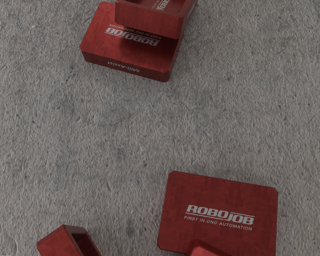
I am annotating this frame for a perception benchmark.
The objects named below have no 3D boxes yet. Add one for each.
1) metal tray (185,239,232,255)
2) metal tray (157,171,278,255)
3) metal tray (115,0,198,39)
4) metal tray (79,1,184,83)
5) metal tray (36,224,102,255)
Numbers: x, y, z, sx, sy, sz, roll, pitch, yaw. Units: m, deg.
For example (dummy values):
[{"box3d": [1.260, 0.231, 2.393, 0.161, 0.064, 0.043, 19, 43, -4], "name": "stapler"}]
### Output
[{"box3d": [0.049, 0.195, 0.316, 0.090, 0.030, 0.130, 25, 85, 5], "name": "metal tray"}, {"box3d": [0.068, 0.107, 0.367, 0.131, 0.030, 0.090, 9, 70, 3], "name": "metal tray"}, {"box3d": [0.001, -0.179, 0.441, 0.090, 0.030, 0.130, 17, 45, 6], "name": "metal tray"}, {"box3d": [-0.038, -0.126, 0.451, 0.131, 0.030, 0.090, 16, 71, 5], "name": "metal tray"}, {"box3d": [-0.066, 0.163, 0.313, 0.030, 0.090, 0.130, -34, 74, -11], "name": "metal tray"}]
